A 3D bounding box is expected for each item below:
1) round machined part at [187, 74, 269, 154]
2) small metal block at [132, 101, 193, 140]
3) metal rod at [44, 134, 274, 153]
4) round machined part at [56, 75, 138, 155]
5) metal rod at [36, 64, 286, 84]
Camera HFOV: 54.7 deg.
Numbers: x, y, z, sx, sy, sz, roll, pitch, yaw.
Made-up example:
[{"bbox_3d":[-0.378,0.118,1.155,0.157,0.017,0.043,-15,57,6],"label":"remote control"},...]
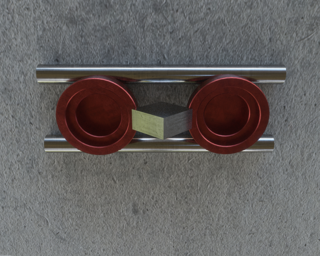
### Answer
[{"bbox_3d":[0.082,-0.020,0.390,0.099,0.042,0.097,0,110,0],"label":"round machined part"},{"bbox_3d":[0.003,-0.011,0.366,0.050,0.050,0.025,17,116,40],"label":"small metal block"},{"bbox_3d":[-0.001,0.021,0.418,0.302,0.025,0.025,0,110,-1],"label":"metal rod"},{"bbox_3d":[-0.075,-0.019,0.390,0.099,0.042,0.097,0,110,0],"label":"round machined part"},{"bbox_3d":[0.002,-0.067,0.386,0.302,0.025,0.025,0,110,-1],"label":"metal rod"}]
